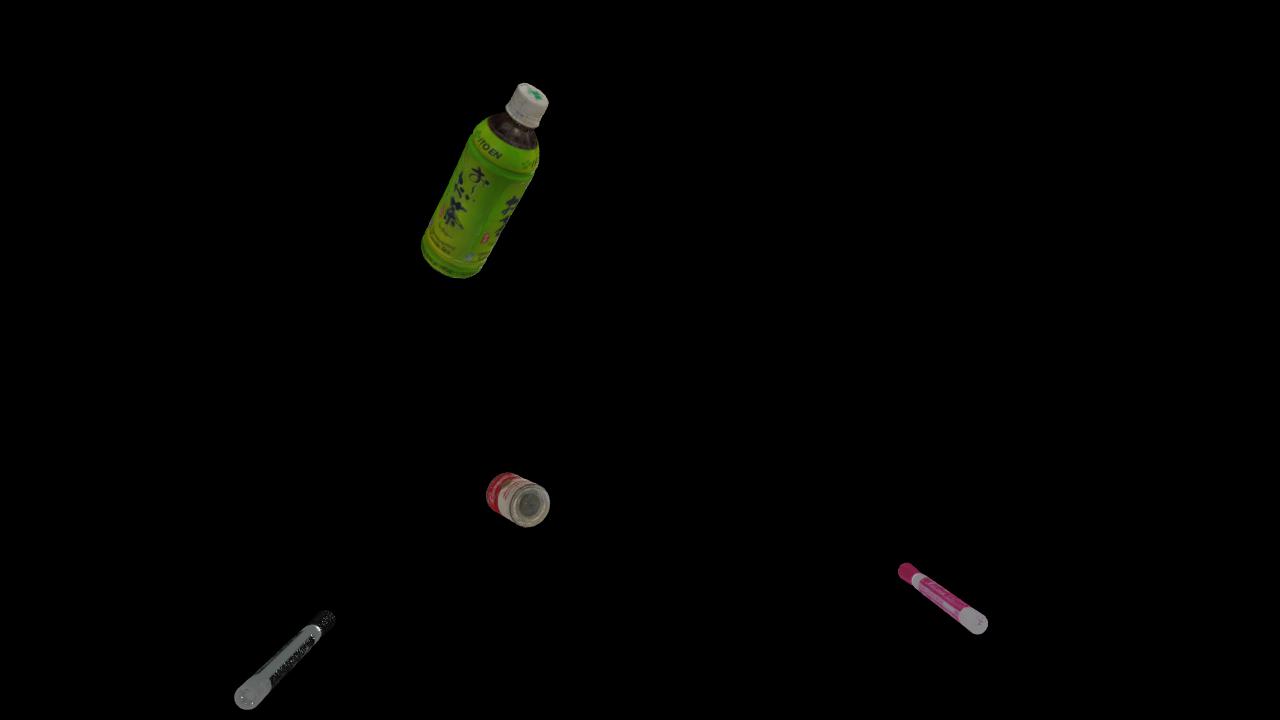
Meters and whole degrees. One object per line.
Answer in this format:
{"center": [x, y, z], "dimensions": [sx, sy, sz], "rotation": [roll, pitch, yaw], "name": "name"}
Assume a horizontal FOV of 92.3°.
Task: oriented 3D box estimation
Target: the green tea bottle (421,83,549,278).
{"center": [-0.151, -0.175, 0.609], "dimensions": [0.073, 0.073, 0.212], "rotation": [0, -38, -41], "name": "green tea bottle"}

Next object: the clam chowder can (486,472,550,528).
{"center": [-0.192, 0.219, 0.965], "dimensions": [0.068, 0.068, 0.102], "rotation": [0, 1, -34], "name": "clam chowder can"}

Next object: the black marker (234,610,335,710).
{"center": [-0.285, 0.240, 0.504], "dimensions": [0.020, 0.020, 0.121], "rotation": [0, 4, 0], "name": "black marker"}

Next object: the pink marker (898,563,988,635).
{"center": [0.290, 0.229, 0.601], "dimensions": [0.020, 0.020, 0.121], "rotation": [0, 4, -8], "name": "pink marker"}
